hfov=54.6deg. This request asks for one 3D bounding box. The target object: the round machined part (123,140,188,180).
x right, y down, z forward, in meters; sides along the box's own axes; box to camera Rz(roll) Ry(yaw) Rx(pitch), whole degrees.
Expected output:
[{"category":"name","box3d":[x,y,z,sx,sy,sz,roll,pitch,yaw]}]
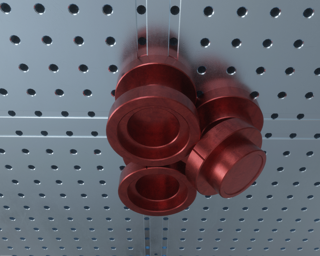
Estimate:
[{"category":"round machined part","box3d":[-0.004,0.041,0.436,0.099,0.042,0.097,0,130,0]}]

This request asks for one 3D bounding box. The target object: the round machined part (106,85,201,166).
[{"category":"round machined part","box3d":[-0.007,-0.006,0.339,0.099,0.042,0.097,0,130,0]}]

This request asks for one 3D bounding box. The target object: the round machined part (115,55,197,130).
[{"category":"round machined part","box3d":[-0.005,-0.034,0.372,0.099,0.042,0.097,0,130,0]}]

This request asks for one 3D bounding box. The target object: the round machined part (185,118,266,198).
[{"category":"round machined part","box3d":[0.081,0.041,0.352,0.099,0.042,0.097,-22,134,-24]}]

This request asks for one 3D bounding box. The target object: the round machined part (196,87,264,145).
[{"category":"round machined part","box3d":[0.084,-0.001,0.401,0.099,0.042,0.097,0,130,0]}]

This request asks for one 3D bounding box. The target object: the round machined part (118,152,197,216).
[{"category":"round machined part","box3d":[-0.003,0.069,0.403,0.099,0.042,0.097,0,130,0]}]
